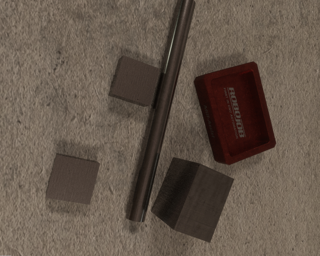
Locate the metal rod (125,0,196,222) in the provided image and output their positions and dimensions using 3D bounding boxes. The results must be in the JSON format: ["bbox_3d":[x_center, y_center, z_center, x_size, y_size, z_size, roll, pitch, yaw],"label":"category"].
[{"bbox_3d":[0.002,-0.028,0.410,0.025,0.025,0.298,15,85,-20],"label":"metal rod"}]

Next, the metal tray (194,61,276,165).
[{"bbox_3d":[0.110,-0.022,0.448,0.091,0.030,0.129,-18,96,-20],"label":"metal tray"}]

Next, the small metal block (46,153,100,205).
[{"bbox_3d":[-0.105,0.061,0.371,0.050,0.025,0.050,15,85,-20],"label":"small metal block"}]

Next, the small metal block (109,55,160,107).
[{"bbox_3d":[-0.033,-0.059,0.398,0.050,0.025,0.050,17,84,-20],"label":"small metal block"}]

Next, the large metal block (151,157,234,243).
[{"bbox_3d":[0.038,0.087,0.395,0.050,0.080,0.080,26,81,-19],"label":"large metal block"}]
